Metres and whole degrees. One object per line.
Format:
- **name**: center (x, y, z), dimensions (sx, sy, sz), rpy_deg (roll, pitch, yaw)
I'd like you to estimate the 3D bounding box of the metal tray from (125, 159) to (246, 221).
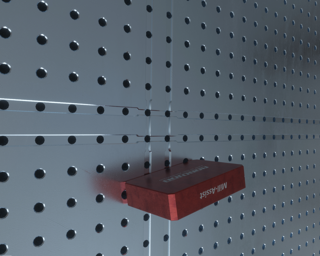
- **metal tray**: center (0.034, 0.072, 0.394), dimensions (0.131, 0.090, 0.030), rpy_deg (-12, 98, -39)
